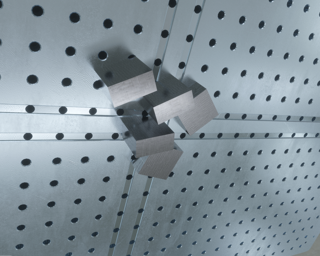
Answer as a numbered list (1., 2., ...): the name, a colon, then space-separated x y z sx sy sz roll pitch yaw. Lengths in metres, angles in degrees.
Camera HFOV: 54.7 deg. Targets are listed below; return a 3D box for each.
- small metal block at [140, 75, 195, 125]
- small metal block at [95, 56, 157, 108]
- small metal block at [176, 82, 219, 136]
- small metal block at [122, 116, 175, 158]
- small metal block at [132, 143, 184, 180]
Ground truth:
1. small metal block: 0.007 -0.036 0.378 0.050 0.050 0.025 -26 128 -13
2. small metal block: -0.038 -0.053 0.343 0.050 0.050 0.025 -24 127 -14
3. small metal block: 0.046 -0.026 0.422 0.050 0.025 0.050 -37 130 -4
4. small metal block: -0.016 0.009 0.394 0.050 0.050 0.025 -11 123 -23
5. small metal block: -0.003 0.042 0.437 0.050 0.025 0.050 19 108 -36
